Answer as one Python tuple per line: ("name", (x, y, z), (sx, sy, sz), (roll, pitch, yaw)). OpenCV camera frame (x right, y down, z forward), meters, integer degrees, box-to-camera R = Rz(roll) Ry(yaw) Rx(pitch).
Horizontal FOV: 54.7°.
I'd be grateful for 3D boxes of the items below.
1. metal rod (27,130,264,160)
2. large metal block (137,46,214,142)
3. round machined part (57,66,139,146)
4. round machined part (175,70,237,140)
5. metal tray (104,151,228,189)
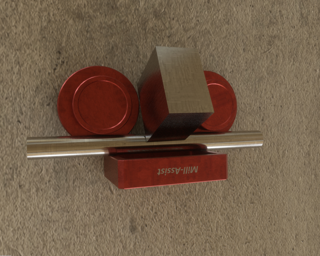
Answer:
("metal rod", (-0.002, 0.019, 0.389), (0.303, 0.025, 0.025), (-1, 91, -21))
("large metal block", (0.013, -0.036, 0.358), (0.050, 0.080, 0.080), (-2, 67, -21))
("round machined part", (-0.072, -0.027, 0.373), (0.099, 0.042, 0.097), (0, 90, -21))
("round machined part", (0.065, -0.031, 0.425), (0.099, 0.042, 0.097), (0, 90, -21))
("metal tray", (0.004, 0.046, 0.378), (0.131, 0.090, 0.030), (-1, 91, -20))
